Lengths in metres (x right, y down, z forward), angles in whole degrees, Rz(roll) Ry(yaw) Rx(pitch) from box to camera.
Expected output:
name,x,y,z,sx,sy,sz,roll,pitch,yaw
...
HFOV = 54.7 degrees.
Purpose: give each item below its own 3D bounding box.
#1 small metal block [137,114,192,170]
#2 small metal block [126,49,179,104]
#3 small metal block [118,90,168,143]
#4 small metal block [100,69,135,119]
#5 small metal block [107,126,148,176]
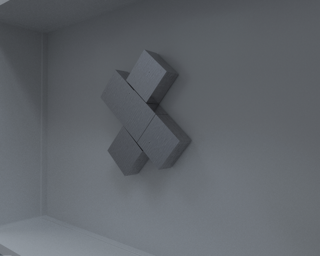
name,x,y,z,sx,sy,sz,roll,pitch,yaw
small metal block,0.004,0.018,0.400,0.050,0.025,0.050,49,119,29
small metal block,-0.011,-0.068,0.413,0.050,0.025,0.050,49,118,28
small metal block,-0.025,-0.016,0.424,0.050,0.025,0.050,49,119,29
small metal block,-0.054,-0.048,0.449,0.050,0.025,0.050,49,119,29
small metal block,-0.042,0.032,0.439,0.050,0.025,0.050,50,120,28
